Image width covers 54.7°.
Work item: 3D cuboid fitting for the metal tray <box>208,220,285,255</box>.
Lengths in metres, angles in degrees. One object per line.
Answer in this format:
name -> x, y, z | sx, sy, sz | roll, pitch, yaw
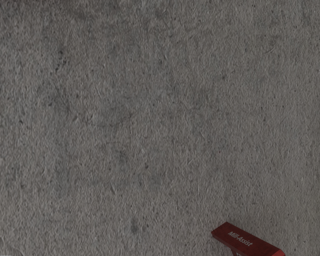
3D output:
metal tray -> 0.123, 0.185, 0.413 | 0.030, 0.130, 0.090 | -27, 99, -19
